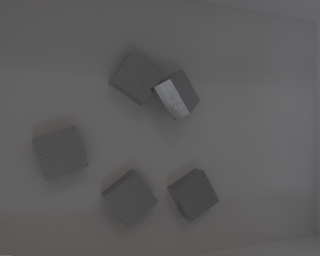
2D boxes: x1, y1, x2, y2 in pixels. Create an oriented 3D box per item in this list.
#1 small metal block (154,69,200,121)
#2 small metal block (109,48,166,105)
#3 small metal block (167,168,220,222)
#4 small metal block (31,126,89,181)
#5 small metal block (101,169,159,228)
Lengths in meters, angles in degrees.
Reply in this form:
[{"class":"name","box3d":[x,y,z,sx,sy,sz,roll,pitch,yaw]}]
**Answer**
[{"class":"small metal block","box3d":[0.024,-0.044,0.405,0.050,0.025,0.050,59,31,-11]},{"class":"small metal block","box3d":[-0.030,-0.065,0.399,0.050,0.025,0.050,35,79,-15]},{"class":"small metal block","box3d":[0.046,0.092,0.427,0.050,0.025,0.050,-31,100,-17]},{"class":"small metal block","box3d":[-0.118,0.029,0.367,0.050,0.025,0.050,-19,97,-19]},{"class":"small metal block","box3d":[-0.039,0.089,0.396,0.050,0.025,0.050,-38,102,-16]}]
